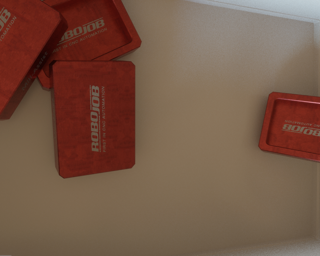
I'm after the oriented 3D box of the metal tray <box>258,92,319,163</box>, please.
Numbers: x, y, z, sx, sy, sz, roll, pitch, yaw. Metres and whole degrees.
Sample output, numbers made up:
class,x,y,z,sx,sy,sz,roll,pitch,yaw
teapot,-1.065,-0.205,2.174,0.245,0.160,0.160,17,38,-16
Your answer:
class,x,y,z,sx,sy,sz,roll,pitch,yaw
metal tray,0.218,0.001,0.444,0.030,0.130,0.090,23,79,-63

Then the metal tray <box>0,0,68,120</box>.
class,x,y,z,sx,sy,sz,roll,pitch,yaw
metal tray,-0.170,-0.083,0.322,0.090,0.030,0.130,32,89,-4

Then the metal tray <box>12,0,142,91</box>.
class,x,y,z,sx,sy,sz,roll,pitch,yaw
metal tray,-0.099,-0.112,0.371,0.131,0.030,0.090,-30,100,-18

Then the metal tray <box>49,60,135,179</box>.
class,x,y,z,sx,sy,sz,roll,pitch,yaw
metal tray,-0.076,-0.013,0.361,0.091,0.030,0.129,-6,105,-26
